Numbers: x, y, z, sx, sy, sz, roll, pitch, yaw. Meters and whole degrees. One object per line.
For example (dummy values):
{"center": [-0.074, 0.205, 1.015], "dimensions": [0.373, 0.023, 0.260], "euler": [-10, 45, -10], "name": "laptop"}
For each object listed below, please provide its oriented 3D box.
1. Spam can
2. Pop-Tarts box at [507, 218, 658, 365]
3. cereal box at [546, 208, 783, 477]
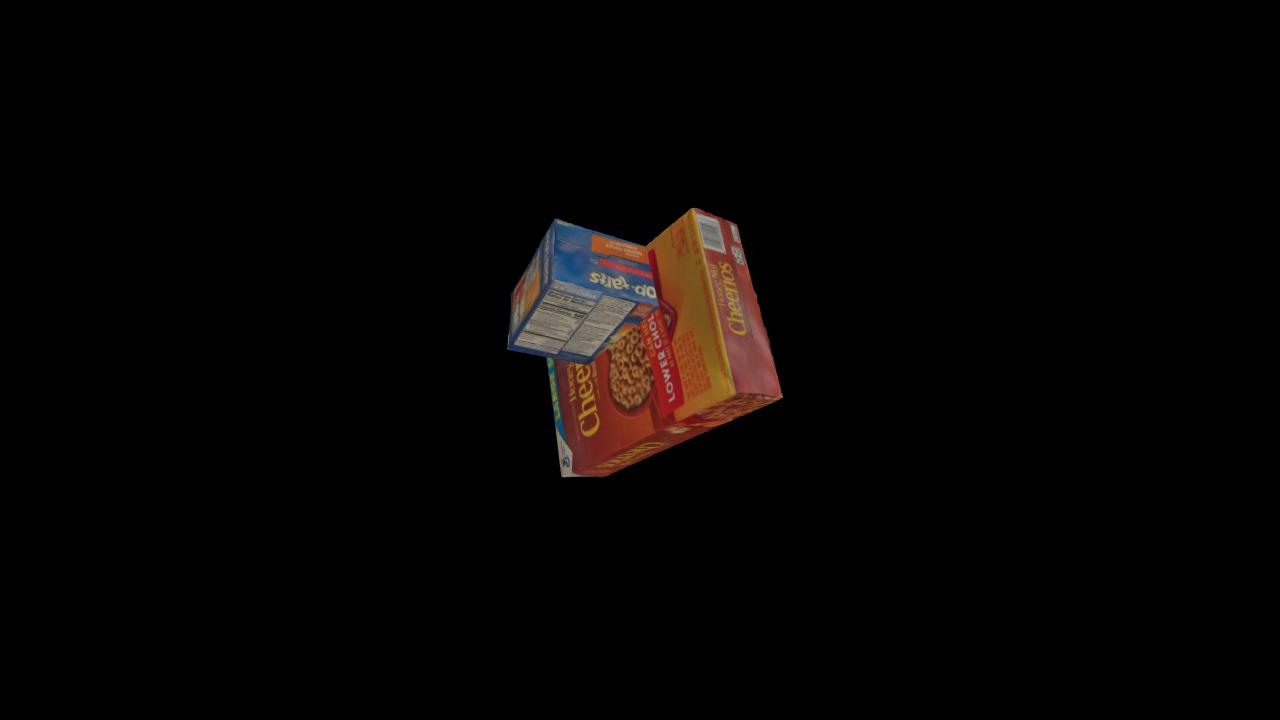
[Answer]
{"center": [0.012, 0.041, 0.708], "dimensions": [0.058, 0.085, 0.101], "euler": [23, -28, 2], "name": "Spam can"}
{"center": [-0.044, -0.062, 0.680], "dimensions": [0.167, 0.083, 0.141], "euler": [11, -33, -26], "name": "Pop-Tarts box"}
{"center": [0.002, 0.000, 0.699], "dimensions": [0.081, 0.203, 0.306], "euler": [8, -27, -39], "name": "cereal box"}
